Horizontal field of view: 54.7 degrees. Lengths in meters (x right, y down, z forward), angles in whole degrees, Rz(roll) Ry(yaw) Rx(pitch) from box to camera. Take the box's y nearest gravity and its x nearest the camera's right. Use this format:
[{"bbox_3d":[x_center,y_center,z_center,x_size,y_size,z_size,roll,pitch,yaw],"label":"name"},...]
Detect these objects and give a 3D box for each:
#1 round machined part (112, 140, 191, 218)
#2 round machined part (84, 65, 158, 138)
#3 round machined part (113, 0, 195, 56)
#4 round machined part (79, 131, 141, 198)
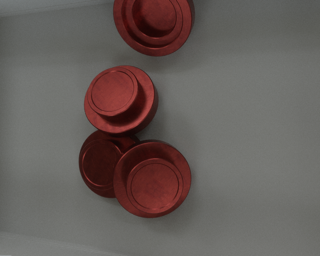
[{"bbox_3d":[-0.009,0.066,0.382,0.099,0.042,0.097,-1,98,-9],"label":"round machined part"},{"bbox_3d":[-0.055,-0.040,0.404,0.098,0.042,0.098,-5,69,13],"label":"round machined part"},{"bbox_3d":[-0.005,-0.143,0.387,0.098,0.042,0.097,9,129,12],"label":"round machined part"},{"bbox_3d":[-0.071,0.048,0.426,0.098,0.042,0.097,0,90,20],"label":"round machined part"}]
